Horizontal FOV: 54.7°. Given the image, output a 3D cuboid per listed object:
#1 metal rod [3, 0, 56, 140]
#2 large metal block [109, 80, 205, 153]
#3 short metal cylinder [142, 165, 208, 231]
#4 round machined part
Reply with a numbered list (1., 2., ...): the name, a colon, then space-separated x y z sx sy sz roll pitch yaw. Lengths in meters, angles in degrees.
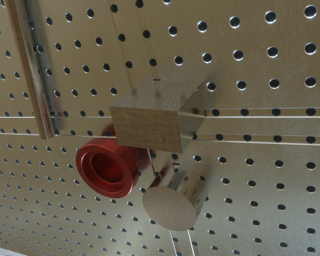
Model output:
1. metal rod: -0.190 -0.115 0.437 0.025 0.025 0.298 12 124 21
2. large metal block: 0.001 -0.017 0.363 0.080 0.080 0.050 6 121 25
3. short metal cylinder: 0.022 0.100 0.444 0.080 0.050 0.079 13 124 20
4. round machined part: -0.075 0.056 0.473 0.098 0.042 0.097 13 124 20
